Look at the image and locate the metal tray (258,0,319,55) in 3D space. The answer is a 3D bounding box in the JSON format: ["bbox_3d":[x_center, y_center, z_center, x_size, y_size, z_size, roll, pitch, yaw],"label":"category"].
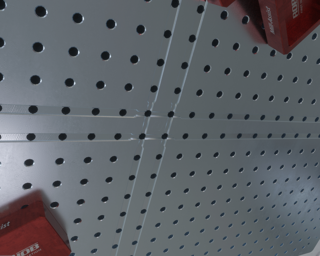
[{"bbox_3d":[0.167,-0.161,0.375,0.090,0.030,0.130,-43,145,3],"label":"metal tray"}]

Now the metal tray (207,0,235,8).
[{"bbox_3d":[0.092,-0.206,0.329,0.130,0.030,0.090,-40,129,-1],"label":"metal tray"}]

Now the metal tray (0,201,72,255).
[{"bbox_3d":[-0.195,0.161,0.401,0.131,0.030,0.090,-26,128,-13],"label":"metal tray"}]
